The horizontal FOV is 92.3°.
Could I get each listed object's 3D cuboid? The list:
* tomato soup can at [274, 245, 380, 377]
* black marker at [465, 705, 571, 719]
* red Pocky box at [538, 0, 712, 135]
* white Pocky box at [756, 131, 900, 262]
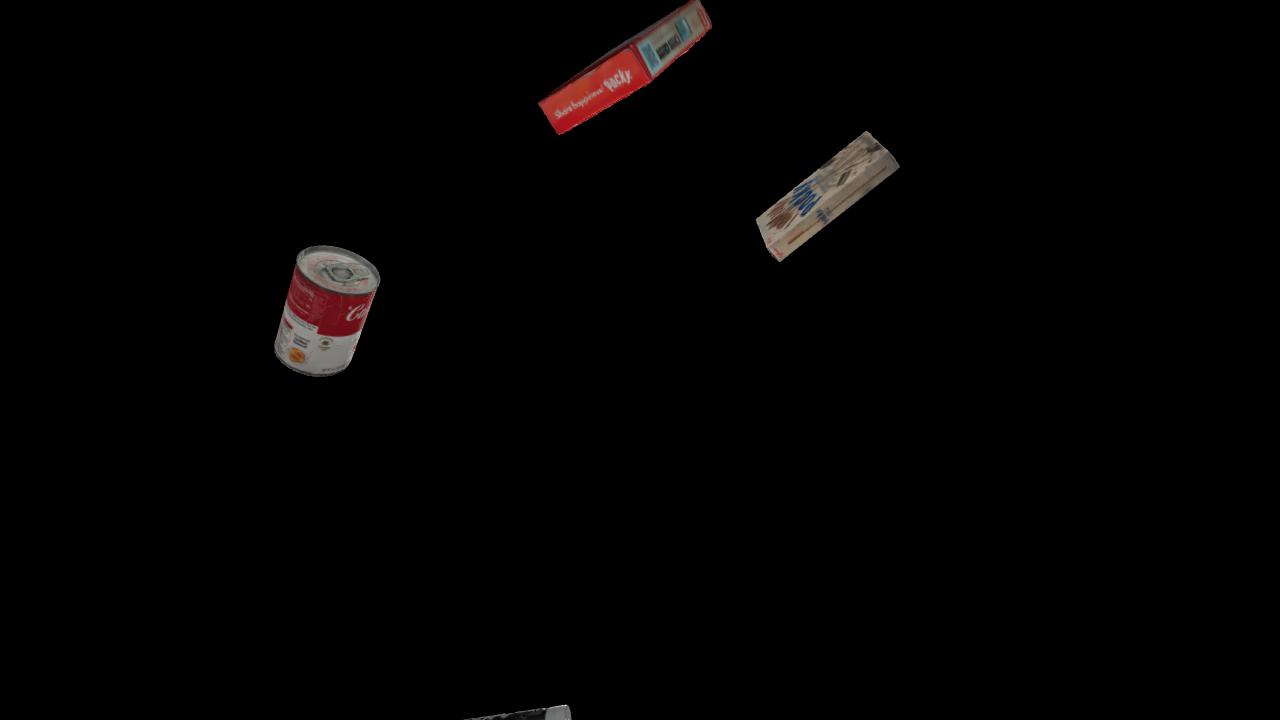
[{"bbox_3d":[-0.282,-0.042,0.552,0.068,0.101,0.068,25,30,-16],"label":"tomato soup can"},{"bbox_3d":[-0.113,0.280,0.467,0.121,0.020,0.020,-11,-1,6],"label":"black marker"},{"bbox_3d":[-0.006,-0.218,0.451,0.083,0.028,0.155,-13,31,34],"label":"red Pocky box"},{"bbox_3d":[0.201,-0.180,0.679,0.154,0.028,0.084,-38,27,23],"label":"white Pocky box"}]
